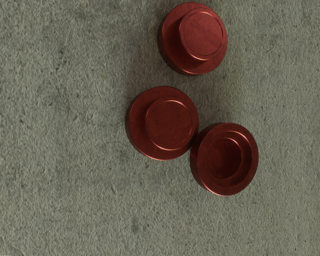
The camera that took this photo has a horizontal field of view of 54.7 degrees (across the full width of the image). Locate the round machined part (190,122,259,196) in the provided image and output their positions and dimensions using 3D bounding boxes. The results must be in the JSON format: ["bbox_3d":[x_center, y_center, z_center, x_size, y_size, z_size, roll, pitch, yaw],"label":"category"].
[{"bbox_3d":[0.084,0.041,0.429,0.099,0.042,0.097,-1,93,-23],"label":"round machined part"}]

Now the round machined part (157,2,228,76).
[{"bbox_3d":[0.049,-0.121,0.418,0.099,0.042,0.097,0,90,-20],"label":"round machined part"}]

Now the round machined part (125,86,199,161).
[{"bbox_3d":[0.007,-0.006,0.402,0.099,0.042,0.097,0,90,-20],"label":"round machined part"}]
